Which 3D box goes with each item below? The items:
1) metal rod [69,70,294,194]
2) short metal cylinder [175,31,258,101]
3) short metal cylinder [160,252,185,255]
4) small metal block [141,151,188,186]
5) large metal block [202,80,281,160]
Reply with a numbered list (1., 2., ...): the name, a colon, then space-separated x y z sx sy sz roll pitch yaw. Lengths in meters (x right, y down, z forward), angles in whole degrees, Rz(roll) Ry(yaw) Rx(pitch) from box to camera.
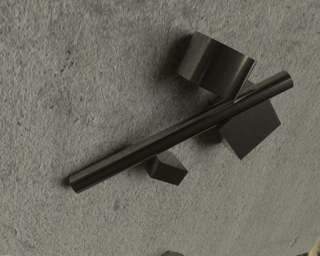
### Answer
1. metal rod: 0.026 0.006 0.392 0.301 0.025 0.025 -26 129 1
2. short metal cylinder: 0.065 -0.073 0.364 0.081 0.080 0.050 15 111 -35
3. short metal cylinder: 0.026 0.273 0.557 0.080 0.080 0.050 -33 129 -8
4. small metal block: 0.003 0.049 0.424 0.050 0.050 0.025 23 106 -37
5. large metal block: 0.117 -0.013 0.449 0.080 0.050 0.080 -42 130 0
